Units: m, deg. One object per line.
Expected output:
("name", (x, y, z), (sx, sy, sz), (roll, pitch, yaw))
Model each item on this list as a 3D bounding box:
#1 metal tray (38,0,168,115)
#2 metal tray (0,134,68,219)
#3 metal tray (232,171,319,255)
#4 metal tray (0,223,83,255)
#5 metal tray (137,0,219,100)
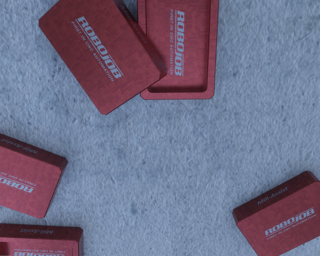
("metal tray", (-0.064, -0.091, 0.351), (0.090, 0.030, 0.130), (-31, 99, 24))
("metal tray", (-0.206, 0.063, 0.427), (0.131, 0.030, 0.089), (23, 108, -9))
("metal tray", (0.187, 0.133, 0.459), (0.130, 0.030, 0.090), (-32, 108, 10))
("metal tray", (-0.187, 0.196, 0.476), (0.131, 0.030, 0.089), (4, 110, -2))
("metal tray", (0.020, -0.100, 0.370), (0.091, 0.030, 0.129), (-1, 110, -1))
